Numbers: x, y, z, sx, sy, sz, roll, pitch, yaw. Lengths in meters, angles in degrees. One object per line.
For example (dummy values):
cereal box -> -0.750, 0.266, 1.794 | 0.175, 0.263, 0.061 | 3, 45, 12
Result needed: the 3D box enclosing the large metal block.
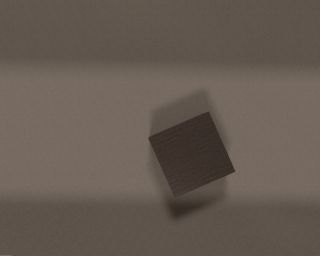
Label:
large metal block -> 0.039, 0.032, 0.400 | 0.080, 0.050, 0.080 | -24, 90, -1
